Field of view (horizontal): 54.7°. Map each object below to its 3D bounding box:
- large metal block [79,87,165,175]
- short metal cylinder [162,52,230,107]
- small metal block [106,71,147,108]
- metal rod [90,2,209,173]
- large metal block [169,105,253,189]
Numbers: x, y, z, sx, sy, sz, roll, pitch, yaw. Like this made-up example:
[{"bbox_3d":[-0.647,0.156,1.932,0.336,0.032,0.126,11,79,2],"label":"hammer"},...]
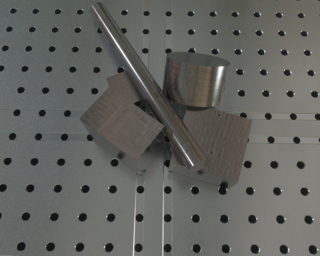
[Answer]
[{"bbox_3d":[-0.042,0.007,0.379,0.080,0.080,0.050,35,74,11],"label":"large metal block"},{"bbox_3d":[0.045,-0.065,0.400,0.080,0.080,0.050,8,114,2],"label":"short metal cylinder"},{"bbox_3d":[-0.040,-0.052,0.431,0.050,0.025,0.050,-23,72,-9],"label":"small metal block"},{"bbox_3d":[-0.027,-0.071,0.405,0.025,0.025,0.299,-26,61,-10],"label":"metal rod"},{"bbox_3d":[0.062,0.023,0.390,0.080,0.050,0.080,17,71,5],"label":"large metal block"}]
